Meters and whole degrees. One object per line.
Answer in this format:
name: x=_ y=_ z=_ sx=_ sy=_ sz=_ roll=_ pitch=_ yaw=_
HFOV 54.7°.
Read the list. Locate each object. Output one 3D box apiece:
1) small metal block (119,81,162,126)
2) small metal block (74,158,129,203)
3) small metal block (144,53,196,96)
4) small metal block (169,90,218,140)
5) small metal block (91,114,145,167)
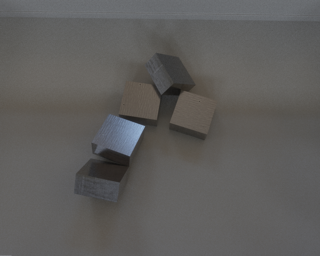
small metal block: x=-0.025 y=-0.033 z=0.421 sx=0.050 sy=0.025 sz=0.050 roll=9 pitch=70 yaw=3
small metal block: x=-0.068 y=0.061 z=0.371 sx=0.050 sy=0.050 sz=0.025 roll=11 pitch=105 yaw=4
small metal block: x=0.014 y=-0.072 z=0.421 sx=0.050 sy=0.025 sz=0.050 roll=-6 pitch=62 yaw=-50
small metal block: x=0.044 y=-0.017 z=0.416 sx=0.050 sy=0.025 sz=0.050 roll=18 pitch=71 yaw=6
small metal block: x=-0.052 y=0.015 z=0.396 sx=0.050 sy=0.025 sz=0.050 roll=19 pitch=52 yaw=7
